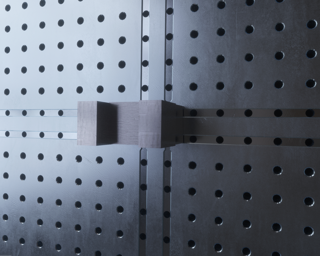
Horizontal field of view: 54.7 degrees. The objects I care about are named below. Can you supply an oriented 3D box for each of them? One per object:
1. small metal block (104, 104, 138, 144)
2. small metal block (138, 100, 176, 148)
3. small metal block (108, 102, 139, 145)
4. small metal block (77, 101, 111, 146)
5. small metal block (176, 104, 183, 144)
[{"bbox_3d":[-0.051,-0.005,0.415,0.025,0.050,0.050,1,90,20],"label":"small metal block"},{"bbox_3d":[-0.002,-0.004,0.344,0.025,0.050,0.050,1,90,20],"label":"small metal block"},{"bbox_3d":[-0.033,-0.006,0.371,0.050,0.025,0.050,1,90,19],"label":"small metal block"},{"bbox_3d":[-0.073,-0.005,0.370,0.025,0.050,0.050,1,90,20],"label":"small metal block"},{"bbox_3d":[0.011,-0.004,0.394,0.025,0.050,0.050,-1,90,20],"label":"small metal block"}]
